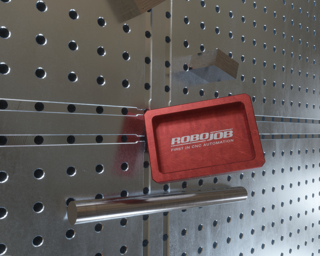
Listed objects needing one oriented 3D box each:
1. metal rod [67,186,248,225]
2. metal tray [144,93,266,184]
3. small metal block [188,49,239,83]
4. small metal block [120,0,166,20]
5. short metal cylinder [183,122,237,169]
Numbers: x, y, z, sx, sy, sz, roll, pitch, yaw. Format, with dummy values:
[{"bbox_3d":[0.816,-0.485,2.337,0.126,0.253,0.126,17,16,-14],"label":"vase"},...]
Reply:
[{"bbox_3d":[0.022,0.101,0.427,0.302,0.025,0.025,5,87,-40],"label":"metal rod"},{"bbox_3d":[0.051,0.014,0.379,0.030,0.131,0.090,63,19,-74],"label":"metal tray"},{"bbox_3d":[0.080,-0.091,0.459,0.050,0.050,0.025,21,77,-38],"label":"small metal block"},{"bbox_3d":[-0.026,-0.172,0.387,0.050,0.025,0.050,-43,116,-32],"label":"small metal block"},{"bbox_3d":[0.069,0.027,0.431,0.080,0.080,0.050,24,75,-38],"label":"short metal cylinder"}]
